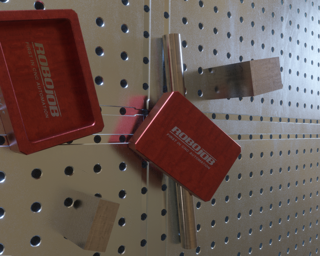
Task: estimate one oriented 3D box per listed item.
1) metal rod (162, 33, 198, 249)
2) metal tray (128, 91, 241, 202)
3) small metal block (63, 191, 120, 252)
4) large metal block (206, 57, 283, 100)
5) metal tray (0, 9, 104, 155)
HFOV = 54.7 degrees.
[{"bbox_3d":[0.029,0.021,0.435,0.025,0.025,0.298,-9,96,-40],"label":"metal rod"},{"bbox_3d":[0.036,0.025,0.408,0.130,0.030,0.090,39,78,-19],"label":"metal tray"},{"bbox_3d":[-0.074,0.099,0.332,0.025,0.050,0.050,27,73,-37],"label":"small metal block"},{"bbox_3d":[0.132,-0.078,0.487,0.081,0.080,0.050,-16,101,-39],"label":"large metal block"},{"bbox_3d":[-0.115,-0.048,0.310,0.091,0.030,0.129,-20,103,-39],"label":"metal tray"}]
